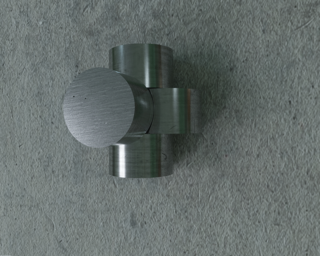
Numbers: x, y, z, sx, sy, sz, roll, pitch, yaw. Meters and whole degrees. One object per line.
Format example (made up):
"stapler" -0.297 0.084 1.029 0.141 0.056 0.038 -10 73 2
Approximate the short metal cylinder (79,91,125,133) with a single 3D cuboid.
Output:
"short metal cylinder" -0.066 -0.018 0.403 0.080 0.080 0.050 -1 90 19

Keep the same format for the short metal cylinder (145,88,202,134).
"short metal cylinder" 0.011 -0.019 0.376 0.080 0.080 0.050 0 90 19

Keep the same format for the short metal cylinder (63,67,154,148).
"short metal cylinder" -0.053 -0.020 0.329 0.080 0.050 0.079 0 90 19

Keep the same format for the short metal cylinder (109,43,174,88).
"short metal cylinder" -0.023 -0.070 0.388 0.080 0.080 0.050 -2 90 19

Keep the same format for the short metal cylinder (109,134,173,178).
"short metal cylinder" -0.023 0.031 0.388 0.080 0.080 0.050 0 90 19
